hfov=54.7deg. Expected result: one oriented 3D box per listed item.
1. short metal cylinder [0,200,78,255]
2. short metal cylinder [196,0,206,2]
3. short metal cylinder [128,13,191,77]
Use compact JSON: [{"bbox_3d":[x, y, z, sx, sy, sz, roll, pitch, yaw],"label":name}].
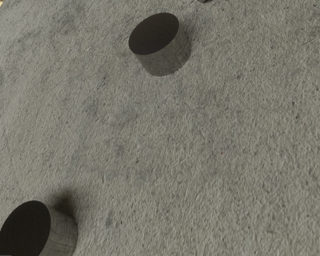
[{"bbox_3d":[-0.150,0.136,0.383,0.080,0.050,0.080,-13,56,21],"label":"short metal cylinder"},{"bbox_3d":[0.065,-0.248,0.487,0.050,0.080,0.080,-40,51,1],"label":"short metal cylinder"},{"bbox_3d":[0.000,-0.125,0.464,0.080,0.050,0.080,-13,56,21],"label":"short metal cylinder"}]
